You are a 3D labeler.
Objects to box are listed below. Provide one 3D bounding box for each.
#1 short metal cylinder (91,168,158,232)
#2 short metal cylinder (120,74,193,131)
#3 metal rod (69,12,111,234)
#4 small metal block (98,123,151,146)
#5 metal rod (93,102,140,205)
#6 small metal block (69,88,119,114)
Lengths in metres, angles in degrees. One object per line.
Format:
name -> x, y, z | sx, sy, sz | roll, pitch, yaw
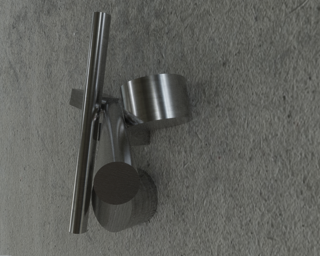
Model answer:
short metal cylinder -> -0.050, 0.098, 0.430 | 0.080, 0.050, 0.079 | 0, 90, 40
short metal cylinder -> -0.005, -0.028, 0.373 | 0.080, 0.081, 0.050 | -16, 80, 39
metal rod -> -0.097, -0.004, 0.425 | 0.025, 0.025, 0.298 | 10, 95, 39
small metal block -> -0.049, 0.008, 0.429 | 0.050, 0.050, 0.025 | 10, 97, 39
metal rod -> -0.047, 0.002, 0.314 | 0.300, 0.025, 0.025 | -129, 49, -76
small metal block -> -0.100, -0.040, 0.471 | 0.050, 0.050, 0.025 | 22, 104, 38
